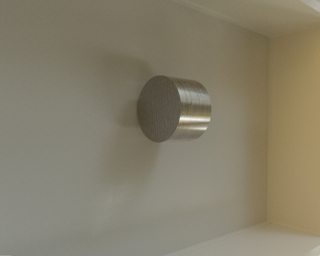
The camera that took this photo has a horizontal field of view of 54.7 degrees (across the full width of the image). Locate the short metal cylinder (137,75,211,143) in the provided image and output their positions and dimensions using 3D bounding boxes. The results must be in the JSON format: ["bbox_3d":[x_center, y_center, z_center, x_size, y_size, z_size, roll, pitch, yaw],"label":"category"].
[{"bbox_3d":[0.016,-0.023,0.383,0.050,0.080,0.079,0,90,-40],"label":"short metal cylinder"}]
